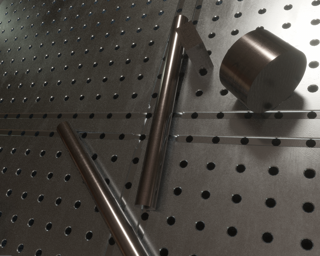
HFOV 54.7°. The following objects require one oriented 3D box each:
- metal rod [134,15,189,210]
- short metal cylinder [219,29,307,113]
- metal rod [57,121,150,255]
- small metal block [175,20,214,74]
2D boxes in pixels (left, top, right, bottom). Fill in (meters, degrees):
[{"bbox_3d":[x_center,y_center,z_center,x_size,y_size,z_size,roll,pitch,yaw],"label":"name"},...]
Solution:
[{"bbox_3d":[0.008,-0.039,0.426,0.025,0.025,0.299,-3,60,26],"label":"metal rod"},{"bbox_3d":[0.115,-0.064,0.351,0.080,0.080,0.050,-38,51,2],"label":"short metal cylinder"},{"bbox_3d":[-0.071,0.087,0.390,0.025,0.025,0.300,-41,51,0],"label":"metal rod"},{"bbox_3d":[0.049,-0.113,0.435,0.025,0.050,0.050,-27,53,12],"label":"small metal block"}]
